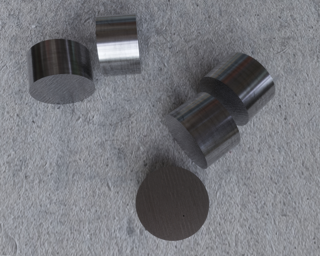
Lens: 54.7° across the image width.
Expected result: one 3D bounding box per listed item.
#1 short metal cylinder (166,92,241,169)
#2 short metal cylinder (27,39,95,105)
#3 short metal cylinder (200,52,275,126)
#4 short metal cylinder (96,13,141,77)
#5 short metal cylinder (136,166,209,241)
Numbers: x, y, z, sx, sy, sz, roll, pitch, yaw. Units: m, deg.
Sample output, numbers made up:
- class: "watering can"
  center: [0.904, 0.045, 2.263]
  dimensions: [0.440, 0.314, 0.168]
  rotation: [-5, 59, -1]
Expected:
- class: "short metal cylinder"
  center: [0.051, 0.003, 0.378]
  dimensions: [0.050, 0.080, 0.080]
  rotation: [-35, 74, -12]
- class: "short metal cylinder"
  center: [-0.129, -0.071, 0.404]
  dimensions: [0.081, 0.080, 0.050]
  rotation: [-11, 71, -4]
- class: "short metal cylinder"
  center: [0.098, -0.049, 0.397]
  dimensions: [0.050, 0.080, 0.080]
  rotation: [-43, 76, -14]
- class: "short metal cylinder"
  center: [-0.054, -0.111, 0.419]
  dimensions: [0.050, 0.080, 0.080]
  rotation: [-5, 70, -2]
- class: "short metal cylinder"
  center: [0.014, 0.090, 0.362]
  dimensions: [0.081, 0.050, 0.080]
  rotation: [0, 70, 0]
